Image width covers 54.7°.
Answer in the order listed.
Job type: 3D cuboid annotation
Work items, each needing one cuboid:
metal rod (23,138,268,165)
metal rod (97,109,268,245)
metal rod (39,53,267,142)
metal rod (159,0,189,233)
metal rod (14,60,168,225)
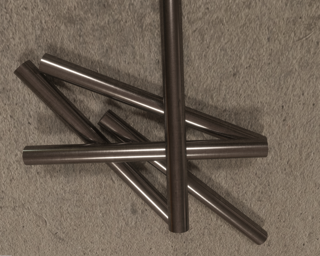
[{"bbox_3d":[-0.018,0.030,0.392,0.302,0.025,0.025,-2,110,0],"label":"metal rod"},{"bbox_3d":[0.040,0.076,0.438,0.301,0.025,0.025,39,105,-14],"label":"metal rod"},{"bbox_3d":[-0.002,-0.028,0.399,0.302,0.025,0.025,20,109,-8],"label":"metal rod"},{"bbox_3d":[0.017,-0.026,0.361,0.025,0.025,0.298,-2,95,0],"label":"metal rod"},{"bbox_3d":[-0.072,0.031,0.420,0.025,0.025,0.300,-39,106,13],"label":"metal rod"}]
